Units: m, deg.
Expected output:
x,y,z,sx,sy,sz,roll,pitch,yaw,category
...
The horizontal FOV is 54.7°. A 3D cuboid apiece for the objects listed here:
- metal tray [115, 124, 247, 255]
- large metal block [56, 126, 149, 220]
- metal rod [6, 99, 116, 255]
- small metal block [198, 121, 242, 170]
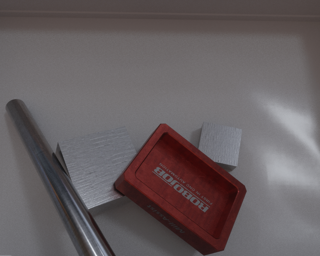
x,y,z,sx,sy,sz,roll,pitch,yaw,category
0.027,0.066,0.349,0.130,0.030,0.090,38,51,-3,metal tray
-0.069,0.052,0.362,0.081,0.050,0.080,-15,69,-30,large metal block
-0.111,0.050,0.324,0.025,0.025,0.300,-36,49,-12,metal rod
0.076,0.024,0.402,0.050,0.025,0.050,12,70,4,small metal block
